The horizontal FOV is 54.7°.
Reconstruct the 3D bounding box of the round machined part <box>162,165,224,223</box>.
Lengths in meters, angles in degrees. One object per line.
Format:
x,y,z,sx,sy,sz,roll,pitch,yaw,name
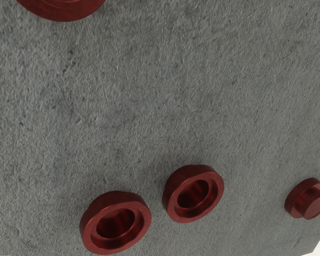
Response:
0.047,0.096,0.481,0.099,0.042,0.097,-14,124,-21,round machined part

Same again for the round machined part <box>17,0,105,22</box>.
-0.085,-0.140,0.263,0.099,0.042,0.097,-14,124,-21,round machined part

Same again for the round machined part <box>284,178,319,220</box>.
0.323,0.159,0.671,0.099,0.042,0.097,-14,124,-21,round machined part

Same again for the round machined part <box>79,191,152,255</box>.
-0.065,0.129,0.440,0.099,0.042,0.097,-14,124,-21,round machined part
